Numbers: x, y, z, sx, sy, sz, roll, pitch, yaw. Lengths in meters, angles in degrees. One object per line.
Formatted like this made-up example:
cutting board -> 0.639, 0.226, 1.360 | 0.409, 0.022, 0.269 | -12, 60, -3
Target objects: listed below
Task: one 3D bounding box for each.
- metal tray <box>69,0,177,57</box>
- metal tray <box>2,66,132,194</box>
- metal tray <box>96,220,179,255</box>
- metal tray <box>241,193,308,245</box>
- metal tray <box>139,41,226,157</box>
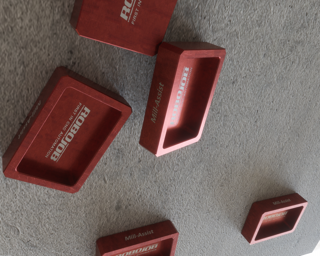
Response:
metal tray -> -0.025, -0.144, 0.300 | 0.091, 0.030, 0.129 | 9, 114, -32
metal tray -> -0.104, 0.007, 0.350 | 0.090, 0.030, 0.129 | 27, 104, -37
metal tray -> -0.038, 0.208, 0.511 | 0.131, 0.030, 0.089 | -7, 122, -25
metal tray -> 0.241, 0.190, 0.652 | 0.131, 0.030, 0.089 | -4, 120, -27
metal tray -> 0.027, -0.036, 0.375 | 0.091, 0.030, 0.129 | -16, 128, -46
